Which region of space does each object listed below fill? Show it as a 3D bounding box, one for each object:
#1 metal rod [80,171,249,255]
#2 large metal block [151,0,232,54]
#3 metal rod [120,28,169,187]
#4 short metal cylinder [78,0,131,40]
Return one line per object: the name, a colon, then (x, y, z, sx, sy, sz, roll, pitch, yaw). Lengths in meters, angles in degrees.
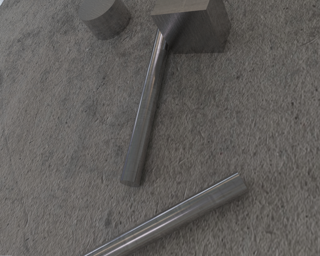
metal rod: (-0.041, 0.131, 0.345, 0.300, 0.025, 0.025, -30, 52, 8)
large metal block: (0.047, -0.151, 0.437, 0.080, 0.080, 0.050, 6, 65, 31)
metal rod: (-0.011, -0.063, 0.448, 0.025, 0.025, 0.300, -3, 60, 26)
short metal cylinder: (-0.101, -0.209, 0.569, 0.080, 0.050, 0.080, -13, 56, 21)
